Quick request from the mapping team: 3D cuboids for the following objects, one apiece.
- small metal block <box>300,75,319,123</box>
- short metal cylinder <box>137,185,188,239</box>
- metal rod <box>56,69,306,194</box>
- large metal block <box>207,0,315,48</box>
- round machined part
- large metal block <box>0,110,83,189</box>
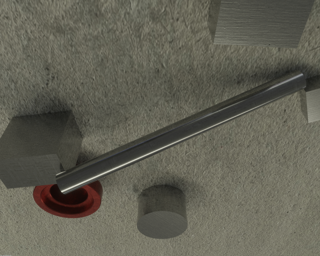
[{"bbox_3d":[0.201,-0.038,0.378,0.050,0.025,0.050,-16,129,12],"label":"small metal block"},{"bbox_3d":[0.004,0.139,0.509,0.081,0.050,0.079,0,130,0],"label":"short metal cylinder"},{"bbox_3d":[0.026,0.003,0.358,0.301,0.025,0.025,-24,128,-2],"label":"metal rod"},{"bbox_3d":[0.093,-0.124,0.287,0.081,0.050,0.079,2,130,-3],"label":"large metal block"},{"bbox_3d":[-0.137,0.092,0.472,0.099,0.042,0.097,-1,130,0],"label":"round machined part"},{"bbox_3d":[-0.151,0.026,0.391,0.080,0.080,0.050,-6,130,5],"label":"large metal block"}]
